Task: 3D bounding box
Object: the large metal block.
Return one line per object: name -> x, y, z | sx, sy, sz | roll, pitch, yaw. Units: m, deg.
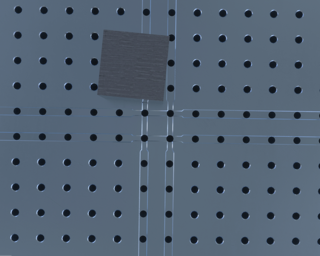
large metal block -> -0.032, -0.076, 0.401 | 0.080, 0.050, 0.080 | 6, 90, 0
